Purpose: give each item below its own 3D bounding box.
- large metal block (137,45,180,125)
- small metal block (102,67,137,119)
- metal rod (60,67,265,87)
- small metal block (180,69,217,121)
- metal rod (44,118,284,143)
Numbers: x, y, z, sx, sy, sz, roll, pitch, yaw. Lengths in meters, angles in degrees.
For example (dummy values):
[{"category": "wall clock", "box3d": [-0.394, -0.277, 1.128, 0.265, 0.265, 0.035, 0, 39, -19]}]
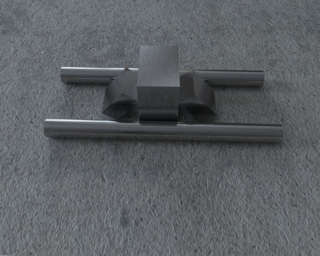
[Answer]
[{"category": "large metal block", "box3d": [-0.002, -0.054, 0.417, 0.050, 0.080, 0.080, 1, 50, 0]}, {"category": "small metal block", "box3d": [-0.053, -0.046, 0.425, 0.025, 0.050, 0.050, 28, 43, -29]}, {"category": "metal rod", "box3d": [0.004, -0.078, 0.470, 0.302, 0.025, 0.025, 1, 50, 0]}, {"category": "small metal block", "box3d": [0.051, -0.043, 0.424, 0.025, 0.050, 0.050, -30, 41, 31]}, {"category": "metal rod", "box3d": [0.004, 0.003, 0.402, 0.302, 0.025, 0.025, 1, 50, 0]}]
